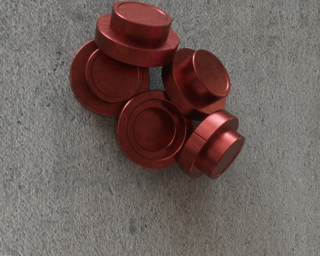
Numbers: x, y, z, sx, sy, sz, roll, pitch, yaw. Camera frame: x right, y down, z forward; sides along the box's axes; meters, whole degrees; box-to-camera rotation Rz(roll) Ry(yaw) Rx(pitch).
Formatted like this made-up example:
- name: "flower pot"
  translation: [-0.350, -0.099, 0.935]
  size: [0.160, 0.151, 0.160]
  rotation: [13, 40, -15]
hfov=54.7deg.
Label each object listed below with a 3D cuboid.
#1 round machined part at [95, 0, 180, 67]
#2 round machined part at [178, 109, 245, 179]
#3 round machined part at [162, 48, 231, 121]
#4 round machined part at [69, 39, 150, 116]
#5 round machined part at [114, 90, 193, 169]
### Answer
- name: "round machined part"
  translation: [-0.024, -0.115, 0.362]
  size: [0.099, 0.098, 0.042]
  rotation: [1, 132, -20]
- name: "round machined part"
  translation: [0.072, 0.028, 0.400]
  size: [0.042, 0.098, 0.098]
  rotation: [38, 74, 26]
- name: "round machined part"
  translation: [0.053, -0.061, 0.399]
  size: [0.099, 0.042, 0.098]
  rotation: [21, 55, -33]
- name: "round machined part"
  translation: [-0.059, -0.064, 0.381]
  size: [0.099, 0.042, 0.097]
  rotation: [0, 90, -21]
- name: "round machined part"
  translation: [-0.010, 0.002, 0.398]
  size: [0.099, 0.042, 0.097]
  rotation: [0, 90, -21]
